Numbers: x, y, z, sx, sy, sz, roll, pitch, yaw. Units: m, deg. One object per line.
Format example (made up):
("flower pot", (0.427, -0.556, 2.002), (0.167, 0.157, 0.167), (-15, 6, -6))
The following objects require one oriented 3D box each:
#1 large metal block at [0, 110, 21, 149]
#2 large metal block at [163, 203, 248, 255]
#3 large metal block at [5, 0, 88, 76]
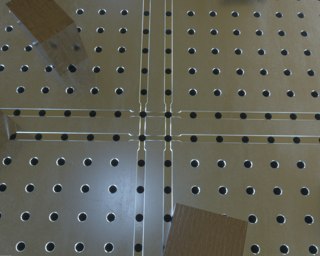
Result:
("large metal block", (-0.246, -0.002, 0.396), (0.080, 0.050, 0.080), (35, 73, 11))
("large metal block", (0.047, 0.137, 0.349), (0.080, 0.050, 0.080), (14, 71, 4))
("large metal block", (-0.152, -0.132, 0.429), (0.050, 0.080, 0.080), (-40, 75, -13))
